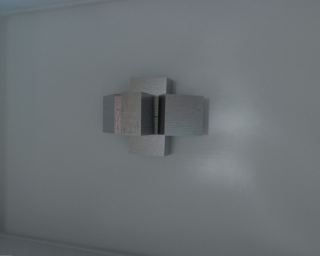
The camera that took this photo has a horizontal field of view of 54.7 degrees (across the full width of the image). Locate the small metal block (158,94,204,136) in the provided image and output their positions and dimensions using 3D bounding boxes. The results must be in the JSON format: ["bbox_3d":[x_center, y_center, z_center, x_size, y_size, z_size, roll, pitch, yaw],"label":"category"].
[{"bbox_3d":[0.025,-0.016,0.387,0.050,0.025,0.050,1,91,-20],"label":"small metal block"}]

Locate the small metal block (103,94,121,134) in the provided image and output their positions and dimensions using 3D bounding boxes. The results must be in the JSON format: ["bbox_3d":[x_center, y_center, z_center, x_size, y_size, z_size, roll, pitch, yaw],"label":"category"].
[{"bbox_3d":[-0.057,-0.018,0.414,0.050,0.025,0.050,2,91,63],"label":"small metal block"}]

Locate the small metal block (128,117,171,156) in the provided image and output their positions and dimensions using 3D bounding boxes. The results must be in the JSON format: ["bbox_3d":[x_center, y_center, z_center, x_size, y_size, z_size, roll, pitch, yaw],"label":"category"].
[{"bbox_3d":[-0.013,0.010,0.413,0.050,0.025,0.050,3,91,20],"label":"small metal block"}]

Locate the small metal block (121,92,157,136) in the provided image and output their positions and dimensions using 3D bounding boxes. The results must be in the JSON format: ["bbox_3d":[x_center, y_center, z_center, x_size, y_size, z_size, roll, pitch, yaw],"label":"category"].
[{"bbox_3d":[-0.025,-0.016,0.377,0.025,0.050,0.050,1,90,19],"label":"small metal block"}]

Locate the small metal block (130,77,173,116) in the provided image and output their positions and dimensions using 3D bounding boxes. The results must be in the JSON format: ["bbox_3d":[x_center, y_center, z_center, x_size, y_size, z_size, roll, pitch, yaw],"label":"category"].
[{"bbox_3d":[-0.012,-0.040,0.412,0.050,0.025,0.050,3,91,19],"label":"small metal block"}]
